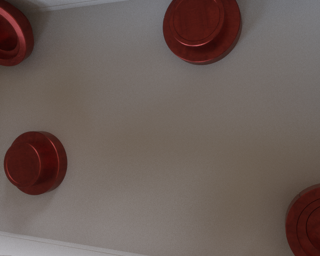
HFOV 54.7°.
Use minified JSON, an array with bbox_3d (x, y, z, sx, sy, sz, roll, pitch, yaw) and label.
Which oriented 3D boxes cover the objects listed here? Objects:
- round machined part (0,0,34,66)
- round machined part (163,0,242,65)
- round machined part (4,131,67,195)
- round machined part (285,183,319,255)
[{"bbox_3d":[-0.235,-0.147,0.468,0.098,0.042,0.097,8,128,11],"label":"round machined part"},{"bbox_3d":[0.049,-0.130,0.384,0.098,0.042,0.097,0,90,20],"label":"round machined part"},{"bbox_3d":[-0.195,0.054,0.470,0.098,0.042,0.097,0,90,20],"label":"round machined part"},{"bbox_3d":[0.188,0.107,0.335,0.098,0.042,0.097,0,90,20],"label":"round machined part"}]
